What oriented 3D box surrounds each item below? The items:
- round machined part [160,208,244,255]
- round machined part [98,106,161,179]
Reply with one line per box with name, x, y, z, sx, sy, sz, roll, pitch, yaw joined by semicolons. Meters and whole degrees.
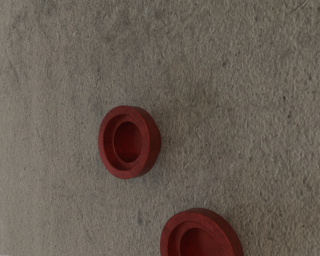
round machined part;0.051;0.140;0.352;0.098;0.042;0.097;0;90;40
round machined part;-0.037;0.019;0.425;0.098;0.042;0.097;0;90;40
